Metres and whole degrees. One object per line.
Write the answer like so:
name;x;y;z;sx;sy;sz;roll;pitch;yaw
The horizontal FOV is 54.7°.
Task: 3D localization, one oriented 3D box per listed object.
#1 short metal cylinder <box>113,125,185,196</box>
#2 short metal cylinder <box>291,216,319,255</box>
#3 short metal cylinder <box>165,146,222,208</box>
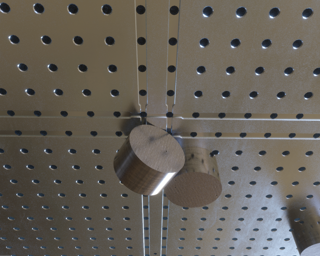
short metal cylinder;-0.014;0.042;0.411;0.080;0.080;0.050;22;127;-18
short metal cylinder;0.294;0.209;0.576;0.081;0.050;0.079;0;130;0
short metal cylinder;0.047;0.073;0.458;0.081;0.050;0.079;0;130;0
